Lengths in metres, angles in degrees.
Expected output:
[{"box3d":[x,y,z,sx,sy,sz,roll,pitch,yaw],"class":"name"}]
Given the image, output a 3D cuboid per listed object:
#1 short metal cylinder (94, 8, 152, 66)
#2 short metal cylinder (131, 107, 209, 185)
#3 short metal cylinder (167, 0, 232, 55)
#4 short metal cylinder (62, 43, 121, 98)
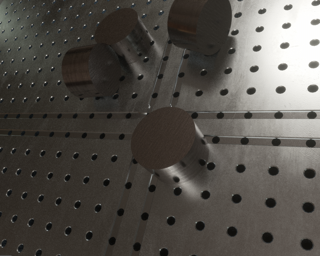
[{"box3d":[-0.060,-0.151,0.515,0.080,0.050,0.080,-13,56,20],"class":"short metal cylinder"},{"box3d":[0.013,0.021,0.371,0.080,0.050,0.080,-13,56,20],"class":"short metal cylinder"},{"box3d":[0.056,-0.147,0.433,0.050,0.080,0.080,27,76,37],"class":"short metal cylinder"},{"box3d":[-0.104,-0.088,0.479,0.050,0.080,0.080,-1,61,27],"class":"short metal cylinder"}]
